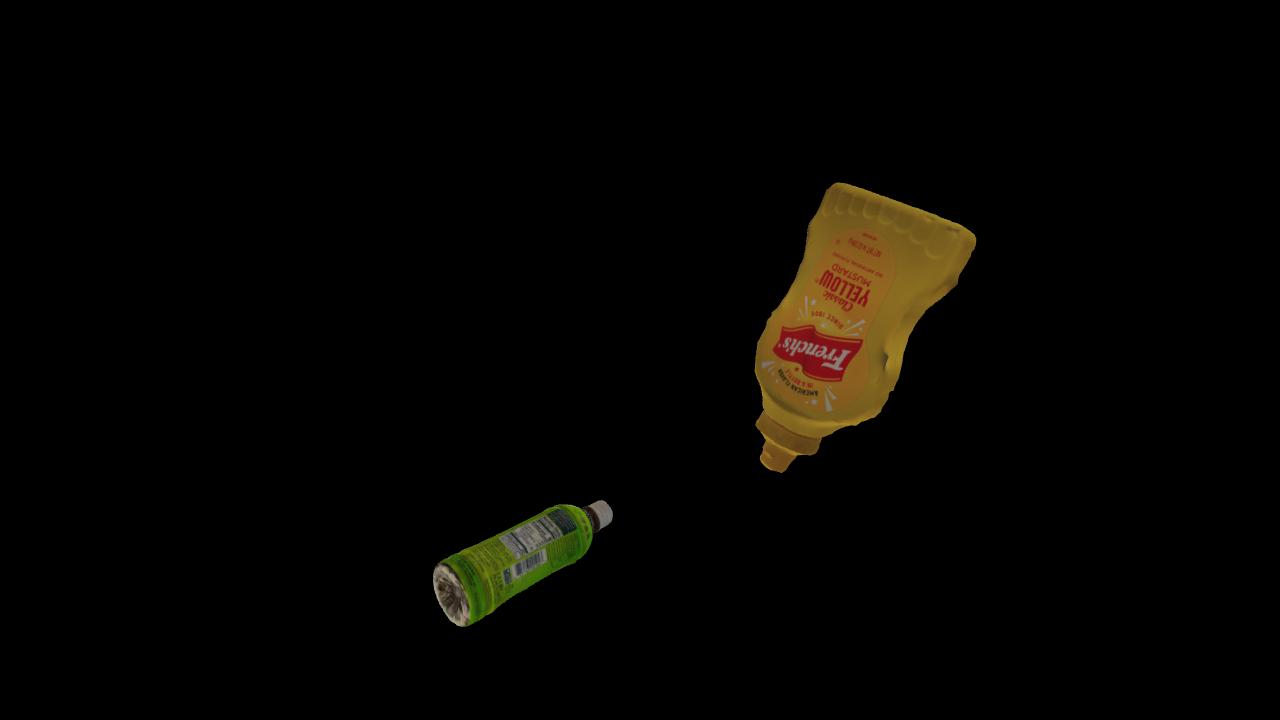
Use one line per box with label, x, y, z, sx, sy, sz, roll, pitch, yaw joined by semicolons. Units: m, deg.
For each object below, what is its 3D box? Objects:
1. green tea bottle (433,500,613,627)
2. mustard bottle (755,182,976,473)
green tea bottle;-0.113;0.206;0.669;0.212;0.073;0.073;-17;11;-43
mustard bottle;0.121;-0.009;0.385;0.092;0.184;0.054;33;20;31
